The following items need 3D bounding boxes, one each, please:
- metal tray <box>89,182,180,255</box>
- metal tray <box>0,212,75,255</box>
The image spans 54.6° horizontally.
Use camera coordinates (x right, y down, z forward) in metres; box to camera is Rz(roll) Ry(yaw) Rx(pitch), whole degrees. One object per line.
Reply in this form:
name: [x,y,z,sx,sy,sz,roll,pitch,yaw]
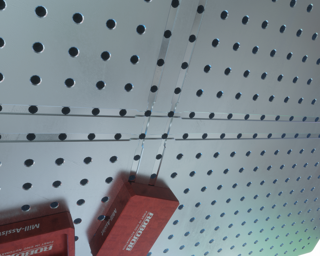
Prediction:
metal tray: [-0.039,0.149,0.478,0.091,0.030,0.129,19,108,-36]
metal tray: [-0.182,0.167,0.411,0.131,0.030,0.089,-7,122,-25]
